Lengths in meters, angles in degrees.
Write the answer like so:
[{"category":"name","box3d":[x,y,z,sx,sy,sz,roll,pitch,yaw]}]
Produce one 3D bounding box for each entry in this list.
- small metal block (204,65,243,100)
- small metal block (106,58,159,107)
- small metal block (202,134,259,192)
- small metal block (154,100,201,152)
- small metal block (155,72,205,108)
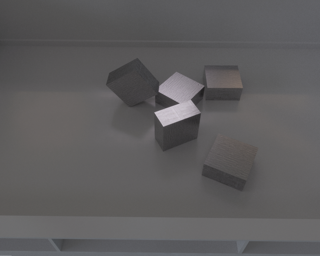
[{"category":"small metal block","box3d":[0.092,-0.068,0.462,0.050,0.025,0.050,0,50,0]},{"category":"small metal block","box3d":[-0.037,-0.061,0.427,0.050,0.050,0.025,-21,44,28]},{"category":"small metal block","box3d":[0.084,0.040,0.372,0.050,0.025,0.050,21,53,16]},{"category":"small metal block","box3d":[0.021,-0.003,0.391,0.050,0.050,0.025,-20,53,-16]},{"category":"small metal block","box3d":[0.028,-0.049,0.446,0.050,0.025,0.050,31,57,23]}]
